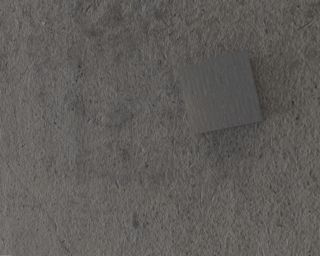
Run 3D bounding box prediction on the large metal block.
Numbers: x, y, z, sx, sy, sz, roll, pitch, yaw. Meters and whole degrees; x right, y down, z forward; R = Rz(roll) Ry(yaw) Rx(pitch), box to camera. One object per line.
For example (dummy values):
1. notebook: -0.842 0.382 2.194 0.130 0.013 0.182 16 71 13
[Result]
1. large metal block: 0.074 -0.039 0.370 0.080 0.050 0.080 -12 86 19
